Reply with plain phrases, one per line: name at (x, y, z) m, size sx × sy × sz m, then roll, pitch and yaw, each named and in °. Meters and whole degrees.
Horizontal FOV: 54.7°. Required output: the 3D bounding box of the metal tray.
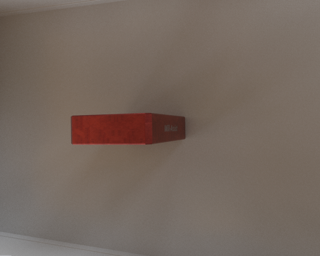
metal tray at (-0.030, 0.001, 0.364) m, size 0.090 × 0.130 × 0.030 m, roll -1°, pitch 90°, yaw 20°
